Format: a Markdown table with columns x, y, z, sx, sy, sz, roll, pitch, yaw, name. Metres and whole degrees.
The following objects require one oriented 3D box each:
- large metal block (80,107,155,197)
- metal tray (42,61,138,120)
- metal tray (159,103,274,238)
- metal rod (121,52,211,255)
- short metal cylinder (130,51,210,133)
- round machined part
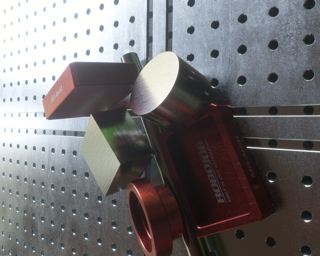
| x | y | z | sx | sy | sz | roll | pitch | yaw | name |
| --- | --- | --- | --- | --- | --- | --- | --- | --- | --- |
| -0.060 | 0.031 | 0.414 | 0.080 | 0.050 | 0.079 | 55 | 140 | 25 | large metal block |
| -0.097 | -0.048 | 0.423 | 0.130 | 0.091 | 0.030 | -27 | 75 | 52 | metal tray |
| 0.058 | 0.049 | 0.353 | 0.090 | 0.030 | 0.130 | -31 | 71 | 35 | metal tray |
| 0.005 | 0.035 | 0.400 | 0.025 | 0.025 | 0.299 | -31 | 71 | 35 | metal rod |
| 0.010 | -0.041 | 0.361 | 0.080 | 0.050 | 0.080 | -31 | 45 | 36 | short metal cylinder |
| -0.005 | 0.107 | 0.379 | 0.098 | 0.042 | 0.097 | 166 | 90 | -70 | round machined part |
